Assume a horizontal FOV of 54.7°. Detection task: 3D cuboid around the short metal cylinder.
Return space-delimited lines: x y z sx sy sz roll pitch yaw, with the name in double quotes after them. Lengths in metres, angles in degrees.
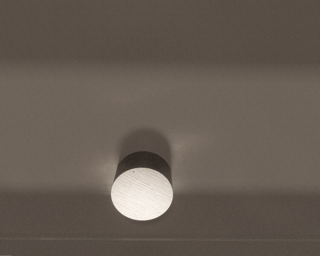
-0.023 0.079 0.427 0.081 0.050 0.079 0 110 -1 "short metal cylinder"
